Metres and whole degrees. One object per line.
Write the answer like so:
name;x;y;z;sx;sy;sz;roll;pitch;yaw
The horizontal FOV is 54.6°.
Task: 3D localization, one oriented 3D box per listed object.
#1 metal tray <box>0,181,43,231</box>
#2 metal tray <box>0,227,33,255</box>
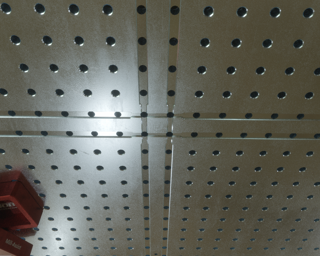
metal tray;-0.279;0.136;0.521;0.131;0.030;0.090;-9;130;7
metal tray;-0.303;0.207;0.555;0.090;0.030;0.130;-2;145;10
